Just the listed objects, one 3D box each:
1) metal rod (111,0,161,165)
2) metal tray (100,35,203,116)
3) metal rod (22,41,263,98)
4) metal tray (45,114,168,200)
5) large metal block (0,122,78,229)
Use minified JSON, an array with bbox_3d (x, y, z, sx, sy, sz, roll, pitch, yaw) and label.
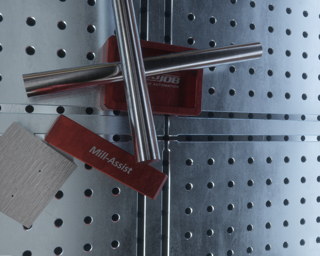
[{"bbox_3d":[-0.037,-0.107,0.351,0.025,0.025,0.299,-4,73,-20],"label":"metal rod"},{"bbox_3d":[-0.008,-0.064,0.407,0.131,0.030,0.089,3,89,-21],"label":"metal tray"},{"bbox_3d":[-0.004,-0.076,0.379,0.302,0.025,0.025,-13,95,-20],"label":"metal rod"},{"bbox_3d":[-0.065,0.032,0.354,0.130,0.090,0.030,32,79,-18],"label":"metal tray"},{"bbox_3d":[-0.152,0.049,0.343,0.080,0.050,0.080,40,77,-16],"label":"large metal block"}]
